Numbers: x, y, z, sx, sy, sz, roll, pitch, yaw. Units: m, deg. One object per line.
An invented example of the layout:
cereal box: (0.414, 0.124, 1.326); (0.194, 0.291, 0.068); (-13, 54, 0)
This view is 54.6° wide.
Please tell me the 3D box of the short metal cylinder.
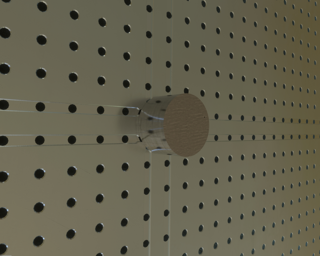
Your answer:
short metal cylinder: (0.019, -0.004, 0.407); (0.081, 0.050, 0.080); (0, 90, -40)
